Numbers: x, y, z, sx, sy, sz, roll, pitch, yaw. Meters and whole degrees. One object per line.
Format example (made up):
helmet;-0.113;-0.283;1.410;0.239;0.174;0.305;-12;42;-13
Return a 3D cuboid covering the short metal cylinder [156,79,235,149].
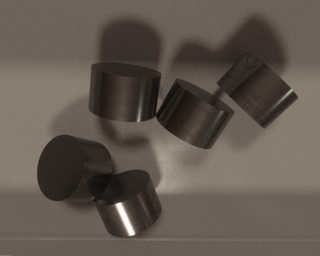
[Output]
short metal cylinder;0.042;-0.018;0.376;0.080;0.080;0.050;27;108;-10

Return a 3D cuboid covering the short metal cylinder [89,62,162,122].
short metal cylinder;-0.042;-0.044;0.365;0.081;0.080;0.050;7;110;-3

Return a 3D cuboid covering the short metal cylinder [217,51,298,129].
short metal cylinder;0.114;-0.045;0.367;0.080;0.080;0.050;40;105;-14

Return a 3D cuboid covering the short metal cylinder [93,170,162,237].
short metal cylinder;-0.044;0.099;0.418;0.080;0.080;0.050;-17;110;6

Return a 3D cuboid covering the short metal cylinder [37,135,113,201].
short metal cylinder;-0.108;0.052;0.393;0.080;0.050;0.080;-8;74;30
